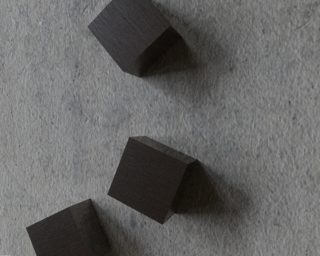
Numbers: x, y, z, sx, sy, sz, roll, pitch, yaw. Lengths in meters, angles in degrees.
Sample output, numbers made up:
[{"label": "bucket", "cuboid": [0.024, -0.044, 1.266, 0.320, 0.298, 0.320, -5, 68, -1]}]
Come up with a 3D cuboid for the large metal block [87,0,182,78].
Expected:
[{"label": "large metal block", "cuboid": [-0.033, -0.126, 0.406, 0.080, 0.050, 0.080, -41, 77, 15]}]

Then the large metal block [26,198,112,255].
[{"label": "large metal block", "cuboid": [-0.129, 0.157, 0.440, 0.080, 0.050, 0.080, -28, 81, 17]}]

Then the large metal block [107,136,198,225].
[{"label": "large metal block", "cuboid": [-0.009, 0.063, 0.398, 0.080, 0.050, 0.080, 24, 98, 18]}]
